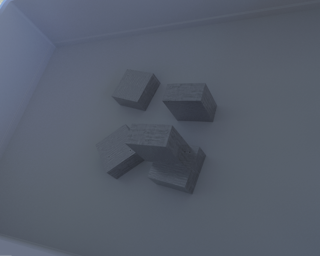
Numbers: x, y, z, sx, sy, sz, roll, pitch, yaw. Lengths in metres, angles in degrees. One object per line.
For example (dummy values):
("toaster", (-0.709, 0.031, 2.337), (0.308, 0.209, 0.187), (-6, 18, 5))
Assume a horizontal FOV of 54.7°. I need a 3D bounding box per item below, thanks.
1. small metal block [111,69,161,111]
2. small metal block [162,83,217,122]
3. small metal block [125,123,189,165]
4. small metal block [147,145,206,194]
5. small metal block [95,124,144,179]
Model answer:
("small metal block", (-0.035, -0.057, 0.458), (0.050, 0.025, 0.050), (15, 69, 34))
("small metal block", (0.038, -0.031, 0.388), (0.050, 0.050, 0.025), (3, 63, 29))
("small metal block", (-0.002, 0.019, 0.346), (0.050, 0.050, 0.025), (3, 63, 29))
("small metal block", (0.020, 0.045, 0.366), (0.050, 0.025, 0.050), (10, 66, 32))
("small metal block", (-0.052, 0.031, 0.412), (0.050, 0.025, 0.050), (-35, 52, 5))
